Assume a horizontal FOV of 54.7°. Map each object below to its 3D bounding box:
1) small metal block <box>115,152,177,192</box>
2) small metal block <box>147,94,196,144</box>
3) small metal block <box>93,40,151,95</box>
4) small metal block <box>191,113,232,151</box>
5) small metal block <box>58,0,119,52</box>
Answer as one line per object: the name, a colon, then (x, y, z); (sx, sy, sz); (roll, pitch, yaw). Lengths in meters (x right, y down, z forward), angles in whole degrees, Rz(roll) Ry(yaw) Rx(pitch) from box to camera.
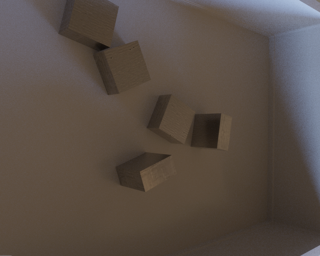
small metal block: (-0.017, 0.052, 0.378); (0.050, 0.050, 0.025); (-23, 105, -38)
small metal block: (0.016, -0.011, 0.422); (0.050, 0.025, 0.050); (33, 70, -36)
small metal block: (-0.045, -0.072, 0.371); (0.050, 0.025, 0.050); (-30, 109, -36)
small metal block: (0.075, 0.006, 0.456); (0.025, 0.050, 0.050); (14, 81, -40)
small metal block: (-0.078, -0.120, 0.342); (0.050, 0.025, 0.050); (17, 79, -39)
